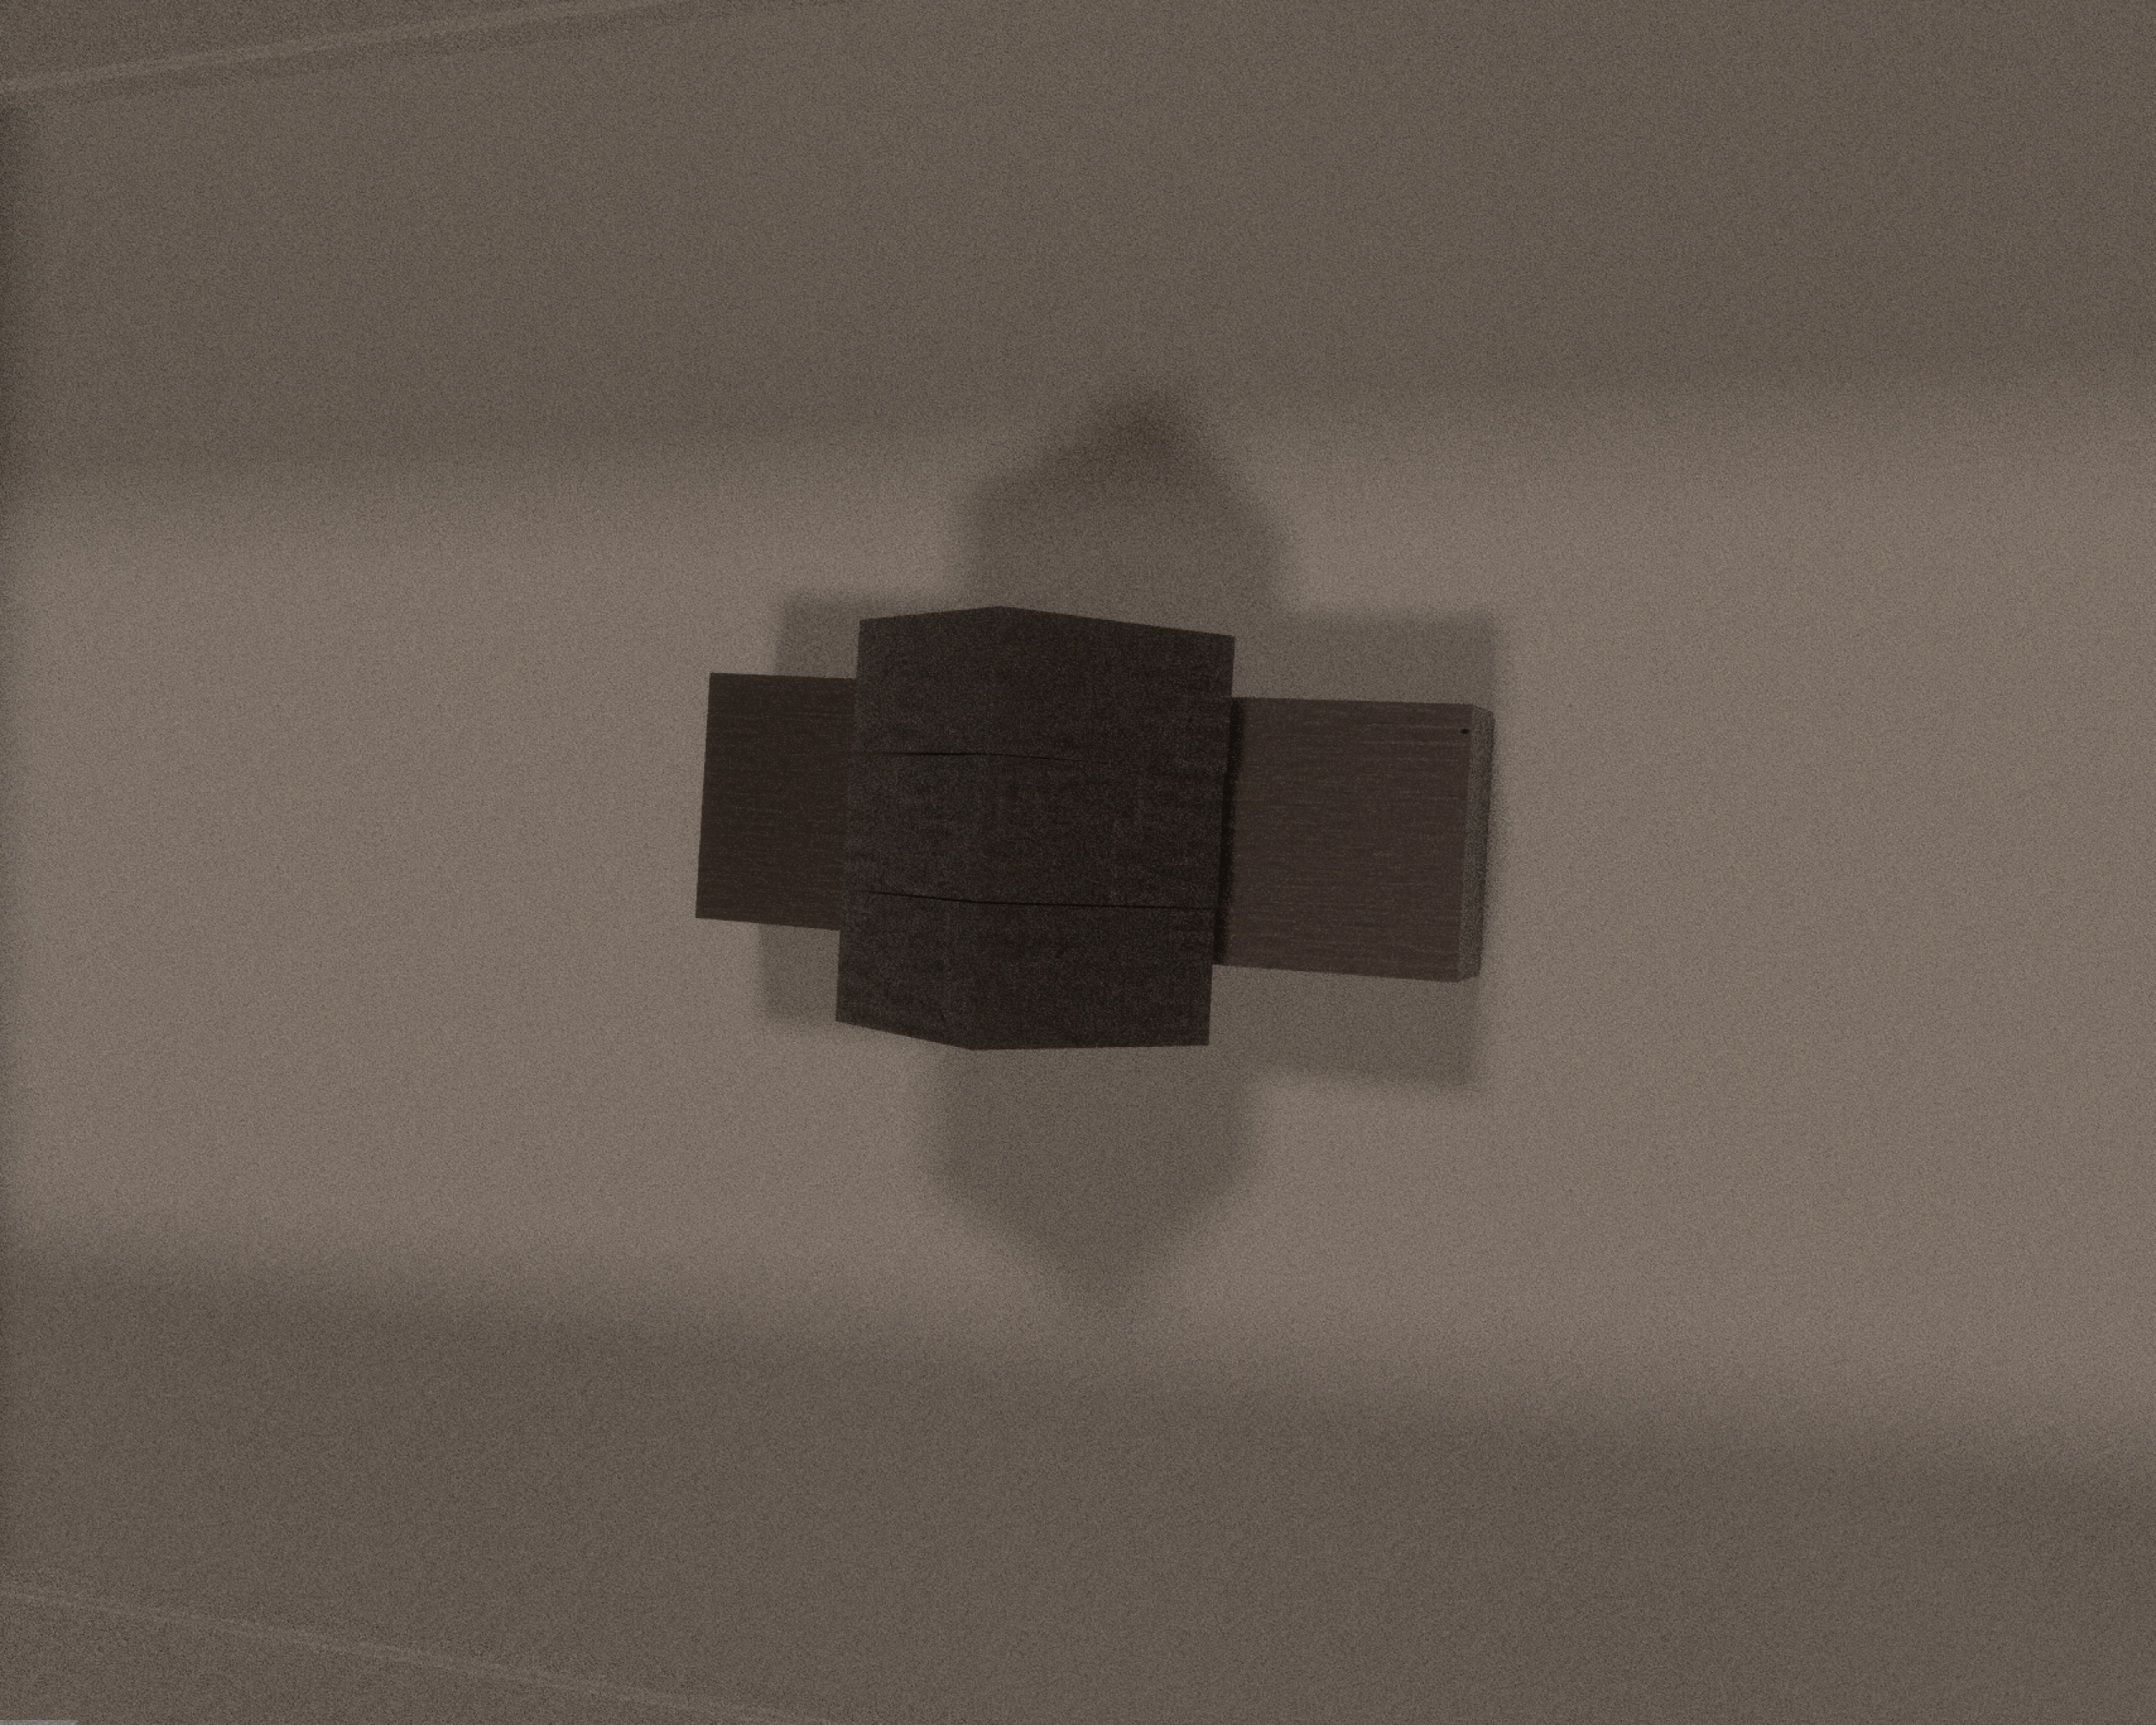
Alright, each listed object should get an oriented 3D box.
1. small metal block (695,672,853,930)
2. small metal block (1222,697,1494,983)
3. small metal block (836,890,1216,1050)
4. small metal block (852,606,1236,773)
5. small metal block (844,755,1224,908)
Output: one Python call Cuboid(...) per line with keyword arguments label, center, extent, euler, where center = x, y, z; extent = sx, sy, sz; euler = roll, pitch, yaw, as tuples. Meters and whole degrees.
Cuboid(label="small metal block", center=(-0.048, -0.012, 0.425), extent=(0.050, 0.025, 0.050), euler=(4, 91, 19))
Cuboid(label="small metal block", center=(0.050, -0.005, 0.391), extent=(0.050, 0.025, 0.050), euler=(3, 91, 19))
Cuboid(label="small metal block", center=(-0.010, 0.019, 0.388), extent=(0.050, 0.050, 0.025), euler=(3, 91, 56))
Cuboid(label="small metal block", center=(-0.007, -0.031, 0.386), extent=(0.050, 0.050, 0.025), euler=(5, 92, 56))
Cuboid(label="small metal block", center=(-0.009, -0.006, 0.387), extent=(0.050, 0.050, 0.025), euler=(3, 91, 56))
